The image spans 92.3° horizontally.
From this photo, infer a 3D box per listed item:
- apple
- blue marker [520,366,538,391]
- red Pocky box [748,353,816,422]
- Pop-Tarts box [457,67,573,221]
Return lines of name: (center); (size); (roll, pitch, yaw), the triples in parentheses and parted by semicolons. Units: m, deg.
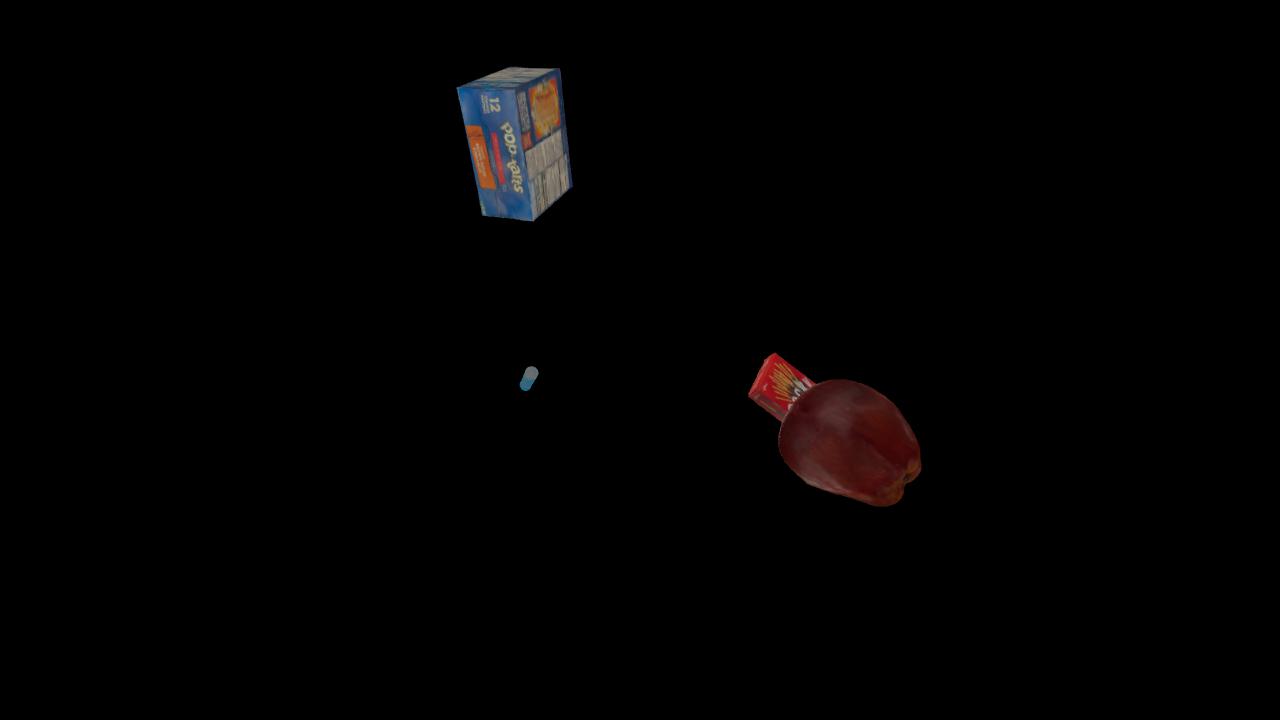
apple: (0.143, 0.055, 0.422); (0.079, 0.079, 0.093); (0, 26, -43)
blue marker: (-0.167, 0.029, 0.922); (0.020, 0.020, 0.121); (0, -11, -15)
red Pocky box: (0.232, 0.065, 0.874); (0.155, 0.083, 0.028); (37, -38, -3)
Pop-Tarts box: (-0.162, -0.295, 0.835); (0.083, 0.167, 0.141); (7, 36, 15)
